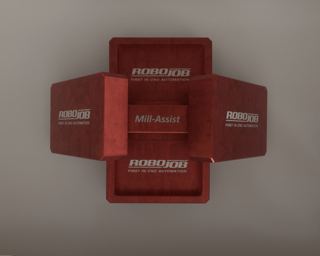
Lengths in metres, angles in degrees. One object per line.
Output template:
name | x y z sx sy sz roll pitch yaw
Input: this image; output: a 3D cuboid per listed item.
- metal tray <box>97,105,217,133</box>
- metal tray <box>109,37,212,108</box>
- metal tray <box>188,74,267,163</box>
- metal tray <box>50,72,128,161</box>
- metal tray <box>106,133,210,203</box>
metal tray | -0.003 -0.010 0.377 0.131 0.090 0.030 0 90 -1
metal tray | 0.001 -0.070 0.407 0.131 0.030 0.089 0 91 -1
metal tray | 0.084 -0.009 0.364 0.030 0.131 0.089 1 90 42
metal tray | -0.088 -0.012 0.363 0.030 0.130 0.089 1 90 -42
metal tray | -0.002 0.050 0.405 0.131 0.030 0.089 0 90 -1
